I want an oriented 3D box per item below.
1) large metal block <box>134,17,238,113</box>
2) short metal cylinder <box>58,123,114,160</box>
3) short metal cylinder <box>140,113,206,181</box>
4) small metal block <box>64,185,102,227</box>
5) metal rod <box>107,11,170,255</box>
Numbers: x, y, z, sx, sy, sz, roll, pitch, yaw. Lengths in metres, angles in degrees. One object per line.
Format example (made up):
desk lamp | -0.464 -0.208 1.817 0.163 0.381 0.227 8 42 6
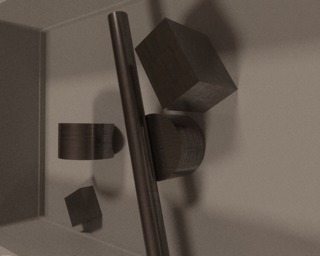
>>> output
large metal block | 0.030 -0.065 0.345 0.050 0.081 0.080 -37 68 33
short metal cylinder | -0.108 0.018 0.458 0.080 0.081 0.050 1 91 39
short metal cylinder | 0.008 0.023 0.382 0.080 0.050 0.079 0 90 39
small metal block | -0.127 0.129 0.508 0.050 0.025 0.050 -34 69 34
metal rod | -0.026 0.007 0.361 0.025 0.025 0.298 -17 79 38
